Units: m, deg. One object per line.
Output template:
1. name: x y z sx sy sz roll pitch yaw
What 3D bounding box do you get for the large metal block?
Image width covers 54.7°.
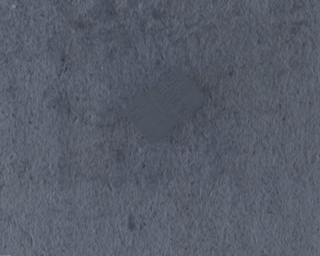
1. large metal block: 0.006 -0.025 0.383 0.080 0.080 0.050 -40 91 0
